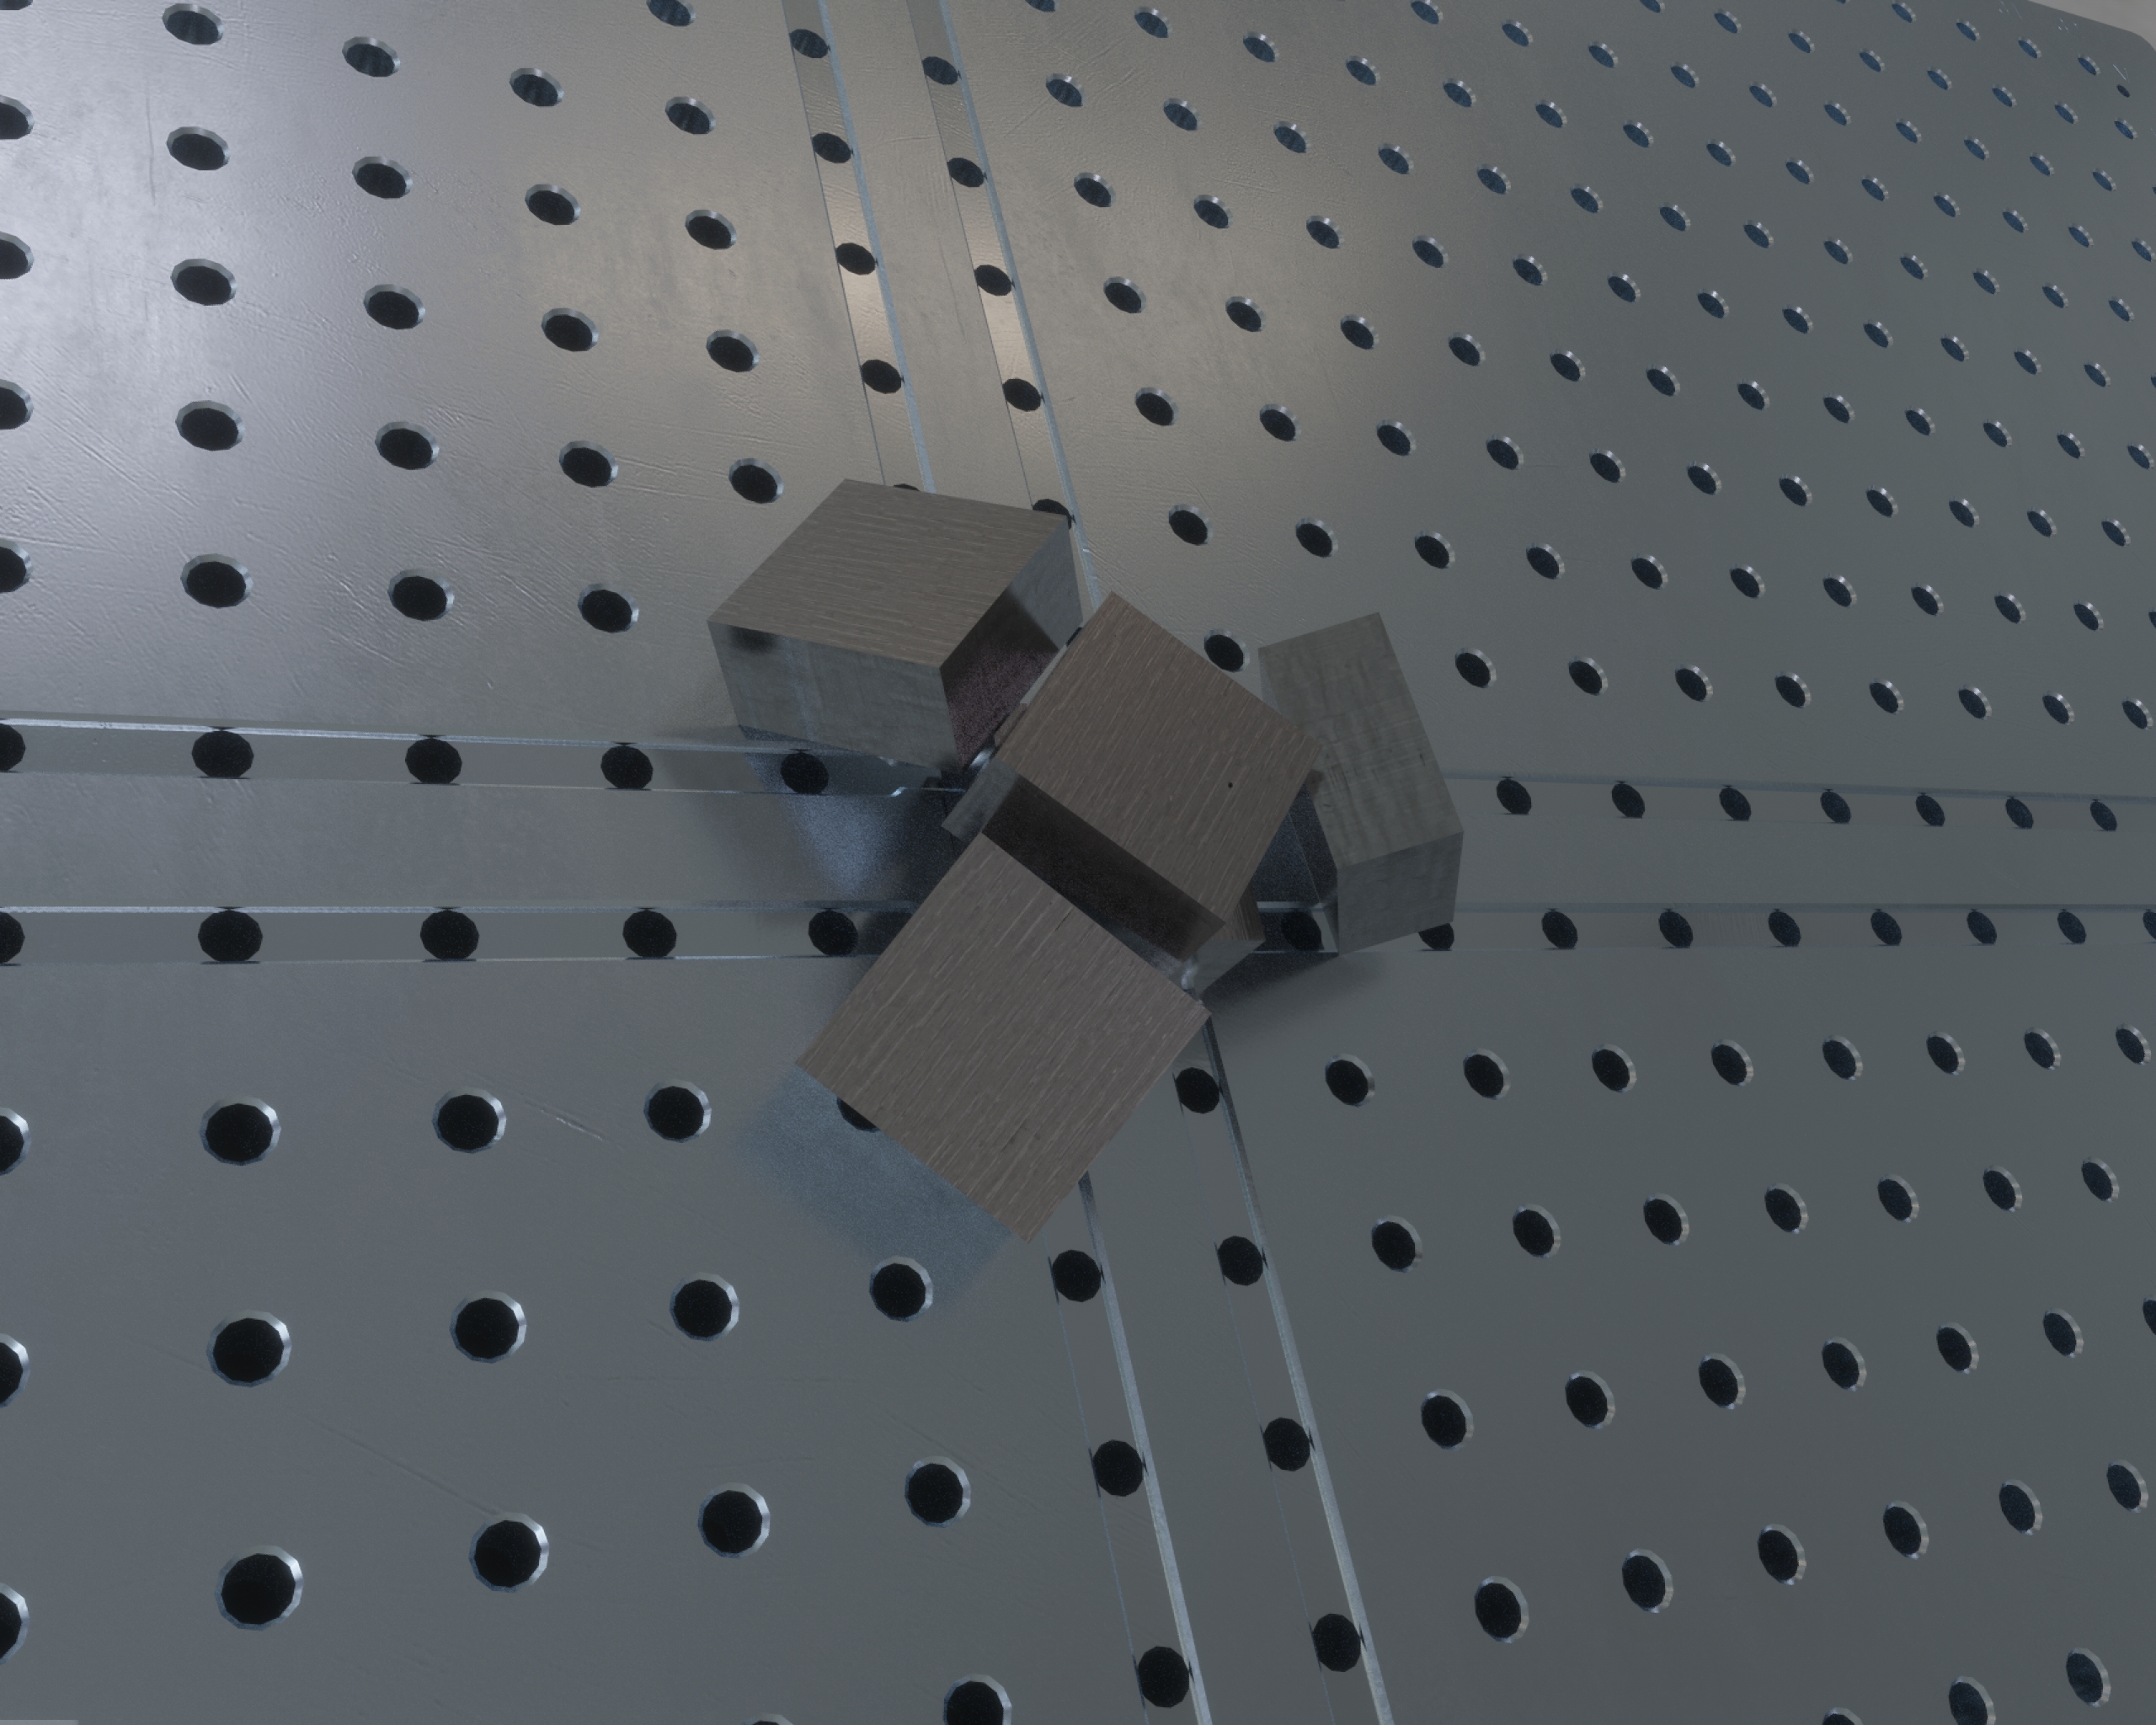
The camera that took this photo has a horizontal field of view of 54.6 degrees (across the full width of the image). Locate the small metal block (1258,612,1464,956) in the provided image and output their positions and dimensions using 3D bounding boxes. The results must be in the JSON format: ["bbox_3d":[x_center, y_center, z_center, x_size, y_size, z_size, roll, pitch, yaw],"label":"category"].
[{"bbox_3d":[0.058,-0.015,0.428,0.025,0.050,0.050,-17,67,0],"label":"small metal block"}]

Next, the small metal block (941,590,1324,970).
[{"bbox_3d":[0.011,-0.015,0.390,0.050,0.025,0.050,36,51,-5],"label":"small metal block"}]

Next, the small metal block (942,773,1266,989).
[{"bbox_3d":[0.004,-0.003,0.412,0.050,0.025,0.050,1,64,-27],"label":"small metal block"}]

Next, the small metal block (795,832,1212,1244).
[{"bbox_3d":[-0.013,0.030,0.366,0.050,0.025,0.050,38,88,-2],"label":"small metal block"}]

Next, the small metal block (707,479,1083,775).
[{"bbox_3d":[-0.034,-0.047,0.402,0.050,0.025,0.050,14,47,24],"label":"small metal block"}]
